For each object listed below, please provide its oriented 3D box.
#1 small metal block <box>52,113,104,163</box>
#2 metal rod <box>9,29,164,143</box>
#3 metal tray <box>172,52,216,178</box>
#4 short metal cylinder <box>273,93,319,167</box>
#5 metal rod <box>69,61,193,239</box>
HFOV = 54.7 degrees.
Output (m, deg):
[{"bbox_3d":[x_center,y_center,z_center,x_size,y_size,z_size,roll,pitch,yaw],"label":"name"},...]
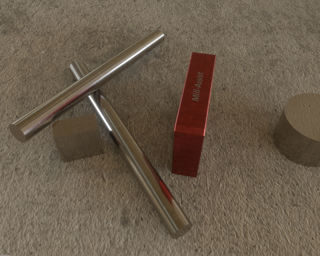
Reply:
[{"bbox_3d":[-0.098,0.013,0.375,0.050,0.050,0.025,-12,51,-11],"label":"small metal block"},{"bbox_3d":[-0.079,-0.077,0.437,0.025,0.025,0.301,25,45,19],"label":"metal rod"},{"bbox_3d":[0.042,-0.018,0.376,0.030,0.089,0.130,9,51,7],"label":"metal tray"},{"bbox_3d":[0.190,0.002,0.388,0.081,0.050,0.080,0,50,0],"label":"short metal cylinder"},{"bbox_3d":[-0.053,0.006,0.397,0.025,0.025,0.300,-24,54,-19],"label":"metal rod"}]
